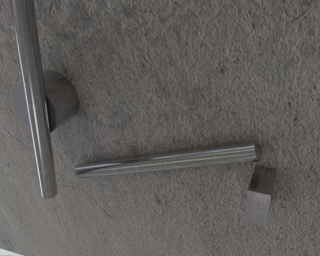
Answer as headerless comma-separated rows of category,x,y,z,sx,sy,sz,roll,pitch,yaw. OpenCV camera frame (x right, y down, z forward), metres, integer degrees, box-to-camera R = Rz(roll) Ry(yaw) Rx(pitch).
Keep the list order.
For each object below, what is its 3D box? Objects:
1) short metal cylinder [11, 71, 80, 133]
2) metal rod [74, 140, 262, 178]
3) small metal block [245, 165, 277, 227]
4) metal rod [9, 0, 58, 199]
short metal cylinder,-0.167,-0.038,0.455,0.080,0.050,0.079,13,124,21
metal rod,-0.010,0.050,0.442,0.300,0.025,0.025,-10,113,32
small metal block,0.123,0.082,0.377,0.025,0.050,0.050,10,123,23
metal rod,-0.164,-0.018,0.417,0.025,0.025,0.298,19,126,17
